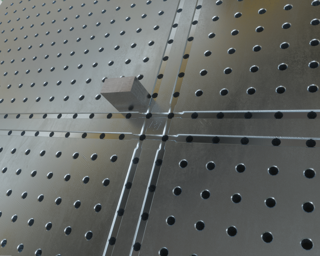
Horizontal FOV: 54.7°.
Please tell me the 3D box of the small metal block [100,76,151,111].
[{"bbox_3d":[-0.048,-0.048,0.445,0.050,0.050,0.025,0,62,28],"label":"small metal block"}]
